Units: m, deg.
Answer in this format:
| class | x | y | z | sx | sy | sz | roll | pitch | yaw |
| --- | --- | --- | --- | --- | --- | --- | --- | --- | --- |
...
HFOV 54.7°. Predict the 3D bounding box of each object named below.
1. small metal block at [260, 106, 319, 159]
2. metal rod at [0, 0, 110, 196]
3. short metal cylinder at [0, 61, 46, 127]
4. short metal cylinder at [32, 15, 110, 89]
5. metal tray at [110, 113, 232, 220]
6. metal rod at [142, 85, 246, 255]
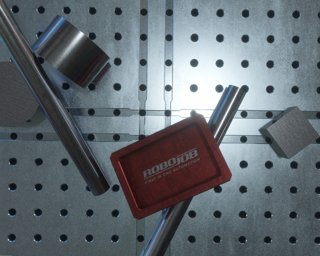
| class | x | y | z | sx | sy | sz | roll | pitch | yaw |
| --- | --- | --- | --- | --- | --- | --- | --- | --- | --- |
| small metal block | 0.174 | 0.006 | 0.416 | 0.050 | 0.025 | 0.050 | -37 | 90 | 0 |
| metal rod | -0.137 | -0.044 | 0.363 | 0.025 | 0.025 | 0.299 | -25 | 110 | 0 |
| short metal cylinder | -0.185 | -0.041 | 0.398 | 0.081 | 0.050 | 0.079 | 0 | 90 | -1 |
| short metal cylinder | -0.109 | -0.093 | 0.384 | 0.080 | 0.080 | 0.050 | 39 | 90 | -1 |
| metal tray | 0.013 | 0.048 | 0.392 | 0.130 | 0.030 | 0.090 | -25 | 79 | 8 |
| metal rod | 0.036 | 0.081 | 0.413 | 0.025 | 0.025 | 0.299 | 27 | 90 | -1 |
